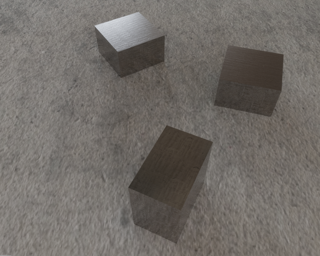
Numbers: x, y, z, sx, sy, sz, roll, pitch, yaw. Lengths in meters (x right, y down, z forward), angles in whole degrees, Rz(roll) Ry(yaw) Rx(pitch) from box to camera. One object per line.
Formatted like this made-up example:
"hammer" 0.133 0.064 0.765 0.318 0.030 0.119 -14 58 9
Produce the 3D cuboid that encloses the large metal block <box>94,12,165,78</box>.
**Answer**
"large metal block" -0.048 -0.136 0.501 0.081 0.050 0.080 -26 55 -20

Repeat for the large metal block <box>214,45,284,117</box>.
"large metal block" 0.128 -0.069 0.447 0.080 0.050 0.080 13 51 10

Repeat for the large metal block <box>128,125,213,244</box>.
"large metal block" 0.012 0.058 0.319 0.050 0.080 0.080 20 53 16
